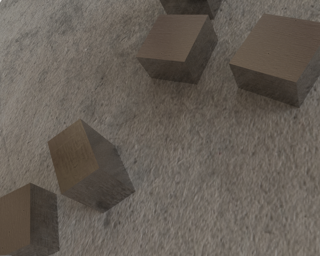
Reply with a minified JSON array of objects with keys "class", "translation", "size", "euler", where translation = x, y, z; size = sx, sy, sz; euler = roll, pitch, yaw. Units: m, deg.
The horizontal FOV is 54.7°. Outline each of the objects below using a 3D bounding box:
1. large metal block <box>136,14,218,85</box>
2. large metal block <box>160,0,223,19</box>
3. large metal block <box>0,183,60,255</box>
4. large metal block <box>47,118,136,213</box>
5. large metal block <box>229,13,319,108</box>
[{"class":"large metal block","translation":[0.026,-0.114,0.443],"size":[0.080,0.050,0.080],"euler":[14,69,33]},{"class":"large metal block","translation":[0.055,-0.220,0.493],"size":[0.080,0.050,0.080],"euler":[11,67,32]},{"class":"large metal block","translation":[-0.182,0.130,0.401],"size":[0.080,0.050,0.080],"euler":[-26,53,11]},{"class":"large metal block","translation":[-0.084,0.048,0.381],"size":[0.050,0.080,0.080],"euler":[-35,52,5]},{"class":"large metal block","translation":[0.142,-0.081,0.363],"size":[0.080,0.050,0.080],"euler":[27,76,37]}]
